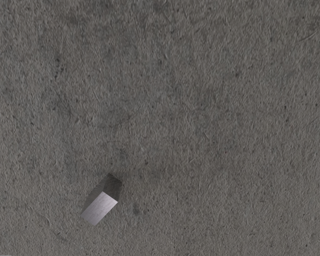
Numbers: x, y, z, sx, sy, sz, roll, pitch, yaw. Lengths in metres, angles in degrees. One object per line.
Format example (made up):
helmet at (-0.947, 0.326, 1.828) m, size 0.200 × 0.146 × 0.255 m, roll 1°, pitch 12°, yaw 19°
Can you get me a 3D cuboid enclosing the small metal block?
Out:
small metal block at (-0.081, 0.098, 0.432) m, size 0.025 × 0.050 × 0.050 m, roll 39°, pitch 105°, yaw -13°
